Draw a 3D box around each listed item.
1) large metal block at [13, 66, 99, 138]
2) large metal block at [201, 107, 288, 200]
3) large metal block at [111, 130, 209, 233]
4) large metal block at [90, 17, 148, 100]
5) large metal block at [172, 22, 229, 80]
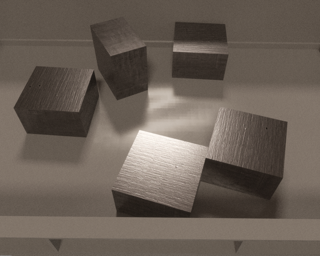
[{"bbox_3d":[-0.134,-0.036,0.418,0.080,0.050,0.080,4,50,3],"label":"large metal block"},{"bbox_3d":[0.100,0.028,0.367,0.080,0.050,0.080,14,51,11],"label":"large metal block"},{"bbox_3d":[0.003,0.057,0.341,0.080,0.050,0.080,14,51,11],"label":"large metal block"},{"bbox_3d":[-0.059,-0.102,0.454,0.050,0.080,0.080,-21,54,-17],"label":"large metal block"},{"bbox_3d":[0.062,-0.123,0.493,0.080,0.050,0.080,3,50,2],"label":"large metal block"}]
